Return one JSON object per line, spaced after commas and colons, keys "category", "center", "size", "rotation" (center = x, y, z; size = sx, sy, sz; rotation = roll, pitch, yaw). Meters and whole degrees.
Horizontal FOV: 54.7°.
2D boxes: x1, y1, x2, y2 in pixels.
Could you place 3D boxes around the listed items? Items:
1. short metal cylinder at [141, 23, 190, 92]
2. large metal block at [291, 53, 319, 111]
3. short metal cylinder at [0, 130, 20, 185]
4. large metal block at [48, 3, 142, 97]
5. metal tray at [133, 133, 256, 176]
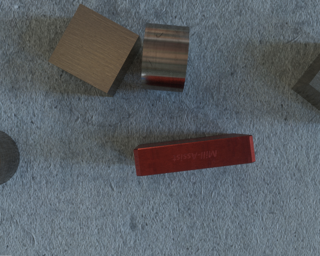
{"category": "short metal cylinder", "center": [0.006, -0.086, 0.383], "size": [0.050, 0.080, 0.080], "rotation": [5, 90, 0]}
{"category": "large metal block", "center": [0.237, -0.060, 0.400], "size": [0.080, 0.050, 0.080], "rotation": [38, 90, 0]}
{"category": "short metal cylinder", "center": [-0.231, 0.041, 0.396], "size": [0.081, 0.050, 0.080], "rotation": [0, 90, 0]}
{"category": "large metal block", "center": [-0.080, -0.096, 0.397], "size": [0.080, 0.050, 0.080], "rotation": [29, 90, 0]}
{"category": "metal tray", "center": [0.038, 0.030, 0.377], "size": [0.131, 0.090, 0.030], "rotation": [-7, 90, 0]}
